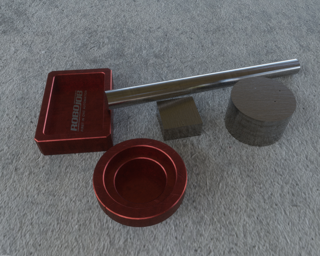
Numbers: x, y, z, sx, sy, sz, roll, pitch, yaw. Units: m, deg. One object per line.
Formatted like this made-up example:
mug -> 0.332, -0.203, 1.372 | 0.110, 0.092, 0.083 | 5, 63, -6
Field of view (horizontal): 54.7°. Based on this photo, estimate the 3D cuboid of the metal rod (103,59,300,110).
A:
metal rod -> 0.072, -0.066, 0.439 | 0.302, 0.025, 0.025 | -13, 51, -19

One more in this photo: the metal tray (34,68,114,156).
metal tray -> -0.110, -0.027, 0.420 | 0.091, 0.030, 0.130 | -4, 50, -4

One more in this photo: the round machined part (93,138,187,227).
round machined part -> -0.021, 0.062, 0.340 | 0.099, 0.042, 0.098 | 0, 50, 0

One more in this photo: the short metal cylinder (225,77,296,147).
short metal cylinder -> 0.130, -0.022, 0.407 | 0.081, 0.050, 0.080 | 0, 50, 0

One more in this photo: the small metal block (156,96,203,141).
small metal block -> 0.025, -0.013, 0.415 | 0.050, 0.025, 0.050 | -9, 51, -8
